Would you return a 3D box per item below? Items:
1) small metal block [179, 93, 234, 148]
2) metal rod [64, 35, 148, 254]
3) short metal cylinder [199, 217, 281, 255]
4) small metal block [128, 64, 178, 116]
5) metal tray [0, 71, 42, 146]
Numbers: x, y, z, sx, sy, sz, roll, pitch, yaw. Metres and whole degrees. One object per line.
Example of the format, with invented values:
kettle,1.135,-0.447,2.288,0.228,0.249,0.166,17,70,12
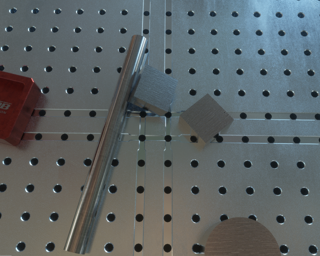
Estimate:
small metal block,0.061,-0.010,0.416,0.050,0.025,0.050,-38,75,-13
metal rod,-0.064,0.007,0.408,0.025,0.025,0.299,13,70,4
short metal cylinder,0.087,0.143,0.347,0.081,0.050,0.080,0,70,0
small metal block,-0.009,-0.051,0.420,0.050,0.025,0.050,25,70,-17
metal tray,-0.242,-0.036,0.419,0.131,0.030,0.090,14,70,4
